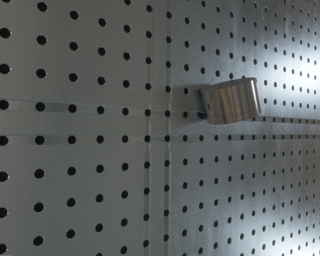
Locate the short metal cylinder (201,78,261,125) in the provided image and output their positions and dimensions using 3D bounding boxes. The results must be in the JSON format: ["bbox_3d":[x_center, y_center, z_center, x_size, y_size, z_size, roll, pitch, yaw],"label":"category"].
[{"bbox_3d":[0.104,-0.041,0.459,0.081,0.080,0.050,-23,105,-38],"label":"short metal cylinder"}]
